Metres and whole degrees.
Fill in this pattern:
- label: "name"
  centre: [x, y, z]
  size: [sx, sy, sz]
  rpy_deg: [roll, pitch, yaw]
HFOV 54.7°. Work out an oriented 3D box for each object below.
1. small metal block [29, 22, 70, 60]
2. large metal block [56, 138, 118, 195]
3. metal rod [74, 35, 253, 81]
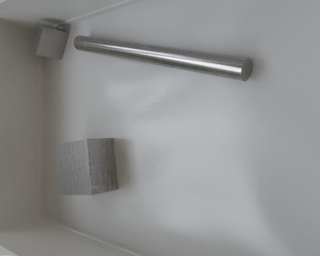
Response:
- label: "small metal block"
  centre: [-0.195, -0.153, 0.548]
  size: [0.025, 0.050, 0.050]
  rpy_deg: [36, 112, 34]
- label: "large metal block"
  centre: [-0.115, 0.060, 0.482]
  size: [0.080, 0.050, 0.080]
  rpy_deg: [-10, 84, 39]
- label: "metal rod"
  centre: [-0.020, -0.101, 0.420]
  size: [0.300, 0.025, 0.025]
  rpy_deg: [19, 102, 38]
